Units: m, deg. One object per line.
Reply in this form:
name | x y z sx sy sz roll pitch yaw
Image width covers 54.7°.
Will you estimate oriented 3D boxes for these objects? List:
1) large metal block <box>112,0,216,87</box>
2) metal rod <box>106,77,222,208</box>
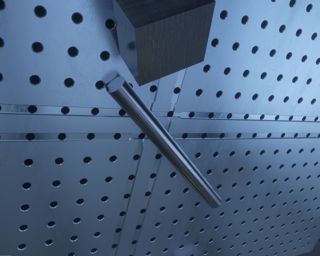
large metal block | 0.003 -0.099 0.316 0.081 0.050 0.080 -24 154 -14
metal rod | 0.023 0.040 0.447 0.025 0.025 0.300 -40 130 -1
